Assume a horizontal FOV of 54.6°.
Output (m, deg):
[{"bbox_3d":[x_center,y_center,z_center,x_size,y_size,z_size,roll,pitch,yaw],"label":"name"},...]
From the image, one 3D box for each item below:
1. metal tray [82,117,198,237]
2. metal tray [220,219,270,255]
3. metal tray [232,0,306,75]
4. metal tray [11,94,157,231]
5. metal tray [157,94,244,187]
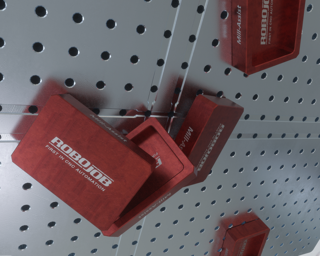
[{"bbox_3d":[-0.031,0.059,0.383,0.130,0.090,0.030,-37,156,-2],"label":"metal tray"},{"bbox_3d":[0.177,0.261,0.664,0.091,0.030,0.129,-9,122,-24],"label":"metal tray"},{"bbox_3d":[0.138,-0.142,0.394,0.091,0.030,0.129,-21,127,-16],"label":"metal tray"},{"bbox_3d":[-0.081,0.035,0.334,0.130,0.030,0.090,37,99,3],"label":"metal tray"},{"bbox_3d":[0.058,0.020,0.431,0.091,0.030,0.129,0,121,-53],"label":"metal tray"}]
